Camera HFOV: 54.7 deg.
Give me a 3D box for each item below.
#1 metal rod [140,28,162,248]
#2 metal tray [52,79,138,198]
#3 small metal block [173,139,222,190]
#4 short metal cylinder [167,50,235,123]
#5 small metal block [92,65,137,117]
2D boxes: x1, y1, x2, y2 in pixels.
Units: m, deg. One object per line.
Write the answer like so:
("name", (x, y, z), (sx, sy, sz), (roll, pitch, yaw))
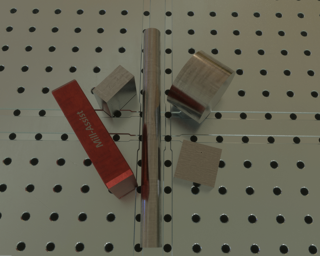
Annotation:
("metal rod", (-0.011, -0.001, 0.411), (0.025, 0.025, 0.299), (0, 70, -1))
("metal tray", (-0.075, 0.016, 0.370), (0.030, 0.090, 0.130), (-31, 73, -11))
("small metal block", (0.048, 0.047, 0.396), (0.050, 0.025, 0.050), (14, 71, 5))
("short metal cylinder", (0.053, -0.053, 0.402), (0.050, 0.080, 0.080), (36, 74, 12))
("small metal block", (-0.059, -0.048, 0.414), (0.025, 0.050, 0.050), (40, 75, 13))
